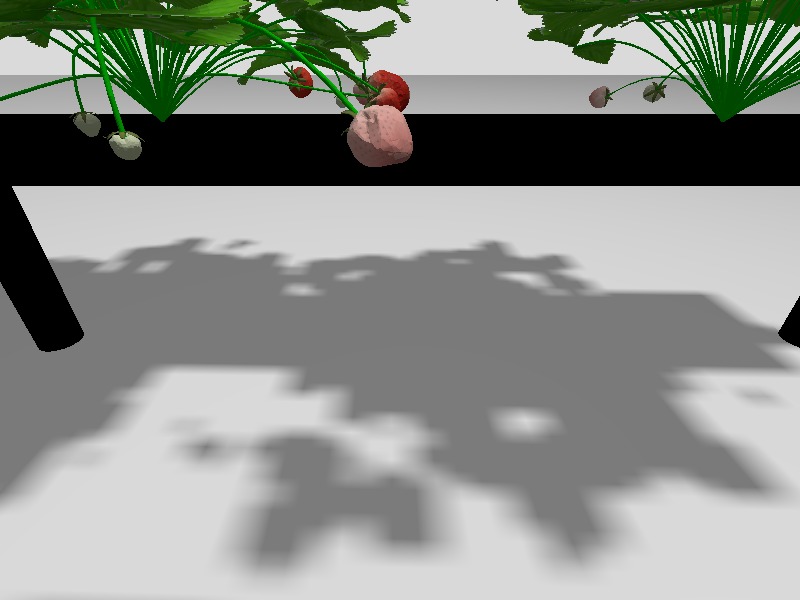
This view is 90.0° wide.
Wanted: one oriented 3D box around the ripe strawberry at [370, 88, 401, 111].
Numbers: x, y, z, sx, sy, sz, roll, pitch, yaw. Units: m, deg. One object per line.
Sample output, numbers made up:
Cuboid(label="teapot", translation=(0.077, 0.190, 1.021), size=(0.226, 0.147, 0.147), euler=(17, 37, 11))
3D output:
Cuboid(label="ripe strawberry", translation=(-0.010, -0.140, 0.293), size=(0.024, 0.023, 0.022), euler=(-29, 22, 24))

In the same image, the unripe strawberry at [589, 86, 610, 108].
Cuboid(label="unripe strawberry", translation=(0.203, -0.207, 0.408), size=(0.017, 0.020, 0.019), euler=(-15, 29, -24))

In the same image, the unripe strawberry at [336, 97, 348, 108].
Cuboid(label="unripe strawberry", translation=(-0.047, -0.161, 0.326), size=(0.010, 0.010, 0.009), euler=(-3, 31, -4))

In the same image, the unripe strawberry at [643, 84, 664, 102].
Cuboid(label="unripe strawberry", translation=(0.291, -0.237, 0.461), size=(0.021, 0.019, 0.019), euler=(5, 4, 9))

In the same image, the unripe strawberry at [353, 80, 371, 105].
Cuboid(label="unripe strawberry", translation=(-0.040, -0.230, 0.444), size=(0.021, 0.025, 0.025), euler=(-27, 40, -37))

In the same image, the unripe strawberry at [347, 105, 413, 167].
Cuboid(label="unripe strawberry", translation=(-0.007, -0.067, 0.167), size=(0.028, 0.025, 0.026), euler=(-29, 62, -39))

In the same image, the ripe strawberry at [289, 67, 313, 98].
Cuboid(label="ripe strawberry", translation=(-0.126, -0.280, 0.519), size=(0.031, 0.035, 0.033), euler=(8, 13, 13))

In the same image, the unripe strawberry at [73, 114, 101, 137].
Cuboid(label="unripe strawberry", translation=(-0.161, -0.090, 0.207), size=(0.011, 0.011, 0.010), euler=(-7, 31, -11))

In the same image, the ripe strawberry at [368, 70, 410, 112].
Cuboid(label="ripe strawberry", translation=(-0.009, -0.163, 0.320), size=(0.034, 0.035, 0.031), euler=(-1, 31, -3))

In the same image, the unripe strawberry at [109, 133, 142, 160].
Cuboid(label="unripe strawberry", translation=(-0.109, -0.061, 0.160), size=(0.011, 0.010, 0.010), euler=(-13, 33, -21))
